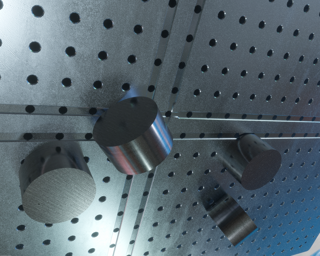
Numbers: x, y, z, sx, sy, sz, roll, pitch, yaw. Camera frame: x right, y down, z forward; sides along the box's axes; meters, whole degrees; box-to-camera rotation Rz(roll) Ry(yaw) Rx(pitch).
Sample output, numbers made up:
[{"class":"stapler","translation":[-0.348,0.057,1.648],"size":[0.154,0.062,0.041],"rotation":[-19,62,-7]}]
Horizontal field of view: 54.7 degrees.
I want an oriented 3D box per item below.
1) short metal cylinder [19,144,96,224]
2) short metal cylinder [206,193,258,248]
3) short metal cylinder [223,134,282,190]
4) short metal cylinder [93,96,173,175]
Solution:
[{"class":"short metal cylinder","translation":[-0.123,0.066,0.370],"size":[0.081,0.050,0.079],"rotation":[-14,125,-21]},{"class":"short metal cylinder","translation":[0.127,0.163,0.549],"size":[0.050,0.080,0.080],"rotation":[-39,130,-2]},{"class":"short metal cylinder","translation":[0.153,0.056,0.516],"size":[0.081,0.050,0.079],"rotation":[-14,125,-21]},{"class":"short metal cylinder","translation":[-0.031,0.008,0.365],"size":[0.080,0.080,0.050],"rotation":[-33,129,-7]}]
